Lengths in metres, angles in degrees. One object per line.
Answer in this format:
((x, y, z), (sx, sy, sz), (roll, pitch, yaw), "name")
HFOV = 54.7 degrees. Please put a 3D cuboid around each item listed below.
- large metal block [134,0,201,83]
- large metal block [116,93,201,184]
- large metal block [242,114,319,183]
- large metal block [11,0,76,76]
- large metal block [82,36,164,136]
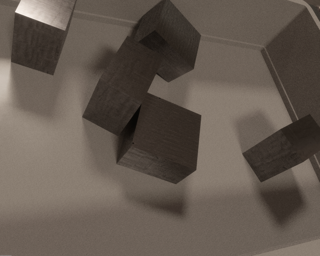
((0.011, -0.129, 0.460), (0.080, 0.050, 0.080), (39, 48, -30), "large metal block")
((0.001, 0.013, 0.383), (0.080, 0.050, 0.080), (22, 54, -16), "large metal block")
((0.184, 0.030, 0.454), (0.081, 0.080, 0.050), (-20, 73, -36), "large metal block")
((-0.138, -0.125, 0.373), (0.050, 0.080, 0.080), (17, 55, -19), "large metal block")
((-0.045, -0.049, 0.377), (0.050, 0.080, 0.080), (29, 52, -10), "large metal block")
